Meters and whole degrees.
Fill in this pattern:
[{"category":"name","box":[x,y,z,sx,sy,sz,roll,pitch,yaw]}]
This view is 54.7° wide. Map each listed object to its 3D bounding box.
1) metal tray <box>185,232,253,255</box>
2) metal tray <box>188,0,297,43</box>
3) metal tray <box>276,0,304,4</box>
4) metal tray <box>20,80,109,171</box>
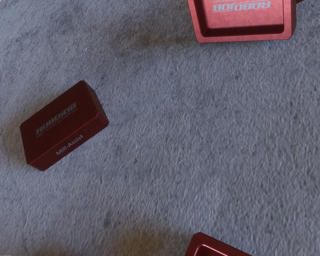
[{"category":"metal tray","box":[0.049,0.171,0.269,0.090,0.030,0.130,15,69,33]},{"category":"metal tray","box":[0.104,-0.160,0.401,0.130,0.090,0.030,7,45,31]},{"category":"metal tray","box":[0.176,-0.214,0.439,0.130,0.030,0.090,-23,53,13]},{"category":"metal tray","box":[-0.151,-0.005,0.481,0.130,0.030,0.090,-35,51,4]}]
